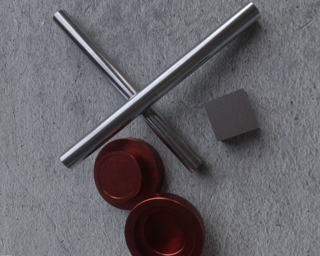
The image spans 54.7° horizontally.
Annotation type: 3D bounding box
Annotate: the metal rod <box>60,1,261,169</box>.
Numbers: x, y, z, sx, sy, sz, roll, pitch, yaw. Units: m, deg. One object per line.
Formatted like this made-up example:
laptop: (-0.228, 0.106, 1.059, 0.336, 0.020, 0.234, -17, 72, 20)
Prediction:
metal rod: (-0.005, -0.048, 0.387, 0.300, 0.025, 0.025, -38, 78, 7)

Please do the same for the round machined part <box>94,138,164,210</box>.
round machined part: (-0.047, 0.062, 0.417, 0.098, 0.042, 0.097, 0, 90, 20)

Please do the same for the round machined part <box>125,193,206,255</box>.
round machined part: (0.009, 0.129, 0.392, 0.098, 0.042, 0.097, 2, 97, 14)

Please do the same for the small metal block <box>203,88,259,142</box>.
small metal block: (0.087, -0.015, 0.378, 0.050, 0.025, 0.050, -21, 83, 18)

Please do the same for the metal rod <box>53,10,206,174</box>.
metal rod: (-0.050, -0.058, 0.426, 0.025, 0.025, 0.300, -46, 76, 14)
